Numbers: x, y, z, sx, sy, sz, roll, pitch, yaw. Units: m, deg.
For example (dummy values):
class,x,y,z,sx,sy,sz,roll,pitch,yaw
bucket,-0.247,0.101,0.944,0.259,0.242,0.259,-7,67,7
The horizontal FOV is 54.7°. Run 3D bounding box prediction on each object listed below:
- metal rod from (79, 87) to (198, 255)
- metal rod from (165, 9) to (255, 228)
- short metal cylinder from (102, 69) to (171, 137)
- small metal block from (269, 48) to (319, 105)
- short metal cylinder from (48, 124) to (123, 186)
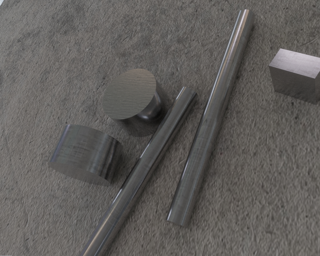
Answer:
class,x,y,z,sx,sy,sz,roll,pitch,yaw
metal rod,-0.036,0.077,0.375,0.025,0.025,0.300,21,73,36
metal rod,0.069,-0.027,0.384,0.025,0.025,0.300,9,66,32
short metal cylinder,-0.031,-0.034,0.425,0.080,0.050,0.080,-13,56,21
small metal block,0.153,-0.056,0.342,0.050,0.050,0.025,28,78,37
short metal cylinder,-0.094,0.036,0.396,0.080,0.080,0.050,3,63,29
